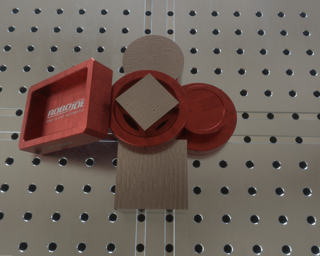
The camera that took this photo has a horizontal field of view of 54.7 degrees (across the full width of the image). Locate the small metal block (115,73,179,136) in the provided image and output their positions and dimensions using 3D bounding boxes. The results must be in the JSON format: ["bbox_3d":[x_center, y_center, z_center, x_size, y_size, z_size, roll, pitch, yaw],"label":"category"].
[{"bbox_3d":[-0.014,-0.026,0.355,0.050,0.025,0.050,-40,75,-13],"label":"small metal block"}]

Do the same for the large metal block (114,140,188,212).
[{"bbox_3d":[-0.009,0.059,0.374,0.080,0.050,0.080,1,70,0],"label":"large metal block"}]

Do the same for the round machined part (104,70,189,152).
[{"bbox_3d":[-0.016,-0.018,0.378,0.099,0.042,0.098,0,70,0],"label":"round machined part"}]

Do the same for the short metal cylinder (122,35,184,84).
[{"bbox_3d":[-0.009,-0.079,0.427,0.081,0.050,0.080,0,70,0],"label":"short metal cylinder"}]

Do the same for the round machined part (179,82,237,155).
[{"bbox_3d":[0.052,-0.017,0.408,0.099,0.042,0.098,0,70,0],"label":"round machined part"}]

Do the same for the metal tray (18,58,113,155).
[{"bbox_3d":[-0.117,-0.022,0.378,0.130,0.030,0.090,-13,66,34],"label":"metal tray"}]
